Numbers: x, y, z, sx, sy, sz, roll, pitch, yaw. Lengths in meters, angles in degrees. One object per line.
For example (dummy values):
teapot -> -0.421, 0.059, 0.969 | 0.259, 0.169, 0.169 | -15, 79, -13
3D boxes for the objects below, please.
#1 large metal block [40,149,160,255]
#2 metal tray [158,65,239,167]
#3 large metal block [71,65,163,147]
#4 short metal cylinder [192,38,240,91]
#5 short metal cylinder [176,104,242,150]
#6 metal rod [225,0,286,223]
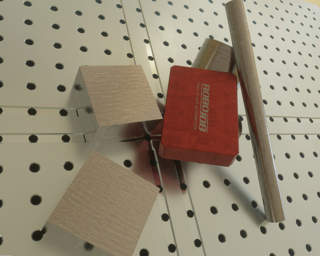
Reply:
large metal block -> -0.058, 0.082, 0.311 | 0.080, 0.050, 0.080 | 32, 52, -8
metal tray -> 0.051, -0.019, 0.397 | 0.091, 0.030, 0.130 | 8, 56, 0
large metal block -> -0.055, -0.029, 0.380 | 0.081, 0.050, 0.080 | -8, 66, -32
short metal cylinder -> 0.094, -0.096, 0.474 | 0.080, 0.050, 0.080 | 26, 9, -4
short metal cylinder -> 0.065, -0.002, 0.428 | 0.081, 0.050, 0.080 | 13, 56, -21
metal rod -> 0.129, -0.023, 0.419 | 0.025, 0.025, 0.298 | -11, 90, -33
